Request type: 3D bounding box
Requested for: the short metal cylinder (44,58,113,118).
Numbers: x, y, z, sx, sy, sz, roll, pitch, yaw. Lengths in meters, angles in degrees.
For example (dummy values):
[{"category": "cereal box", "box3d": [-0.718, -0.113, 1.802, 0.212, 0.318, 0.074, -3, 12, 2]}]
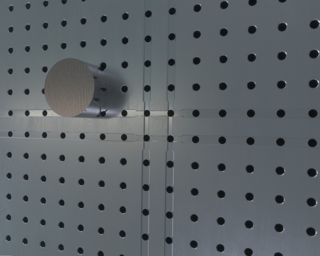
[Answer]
[{"category": "short metal cylinder", "box3d": [-0.114, -0.054, 0.440, 0.080, 0.050, 0.080, 0, 90, 20]}]
